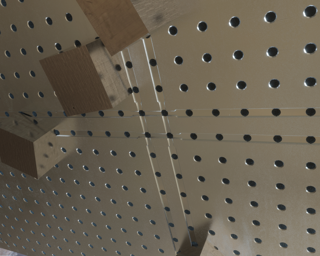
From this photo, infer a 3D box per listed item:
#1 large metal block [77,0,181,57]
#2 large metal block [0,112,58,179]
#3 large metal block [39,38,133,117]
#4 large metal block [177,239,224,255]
[{"bbox_3d":[-0.033,-0.129,0.312,0.050,0.080,0.080,-22,107,36],"label":"large metal block"},{"bbox_3d":[-0.226,0.029,0.529,0.080,0.050,0.079,20,126,16],"label":"large metal block"},{"bbox_3d":[-0.094,-0.066,0.402,0.080,0.050,0.080,-7,115,31],"label":"large metal block"},{"bbox_3d":[0.071,0.240,0.505,0.080,0.050,0.080,43,129,-3],"label":"large metal block"}]
